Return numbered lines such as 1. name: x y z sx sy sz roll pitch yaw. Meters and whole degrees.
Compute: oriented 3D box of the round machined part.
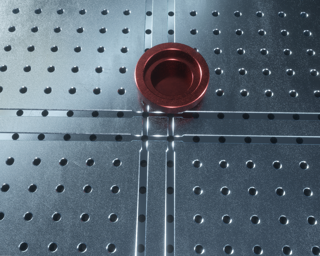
1. round machined part: 0.016 -0.065 0.427 0.099 0.042 0.098 0 70 0
